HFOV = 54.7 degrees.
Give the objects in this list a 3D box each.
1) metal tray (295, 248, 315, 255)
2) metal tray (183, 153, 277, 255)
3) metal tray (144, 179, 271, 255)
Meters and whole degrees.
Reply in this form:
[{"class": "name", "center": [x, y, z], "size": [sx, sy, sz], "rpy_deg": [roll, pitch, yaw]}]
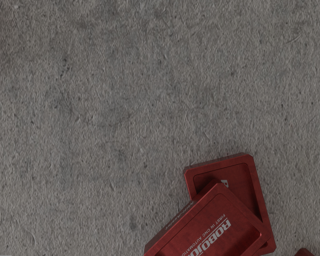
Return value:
[{"class": "metal tray", "center": [0.187, 0.239, 0.409], "size": [0.090, 0.030, 0.130], "rpy_deg": [40, 90, 0]}, {"class": "metal tray", "center": [0.090, 0.105, 0.408], "size": [0.091, 0.030, 0.129], "rpy_deg": [-15, 90, 0]}, {"class": "metal tray", "center": [0.056, 0.138, 0.377], "size": [0.130, 0.030, 0.090], "rpy_deg": [-45, 90, 0]}]
